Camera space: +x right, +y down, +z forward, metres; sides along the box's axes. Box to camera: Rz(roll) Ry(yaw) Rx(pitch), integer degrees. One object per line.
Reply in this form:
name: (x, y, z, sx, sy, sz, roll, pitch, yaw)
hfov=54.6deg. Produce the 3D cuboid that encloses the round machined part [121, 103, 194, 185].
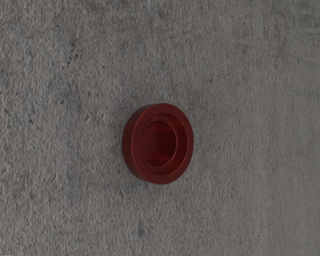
round machined part: (-0.007, 0.019, 0.387, 0.099, 0.042, 0.097, 0, 90, -40)
